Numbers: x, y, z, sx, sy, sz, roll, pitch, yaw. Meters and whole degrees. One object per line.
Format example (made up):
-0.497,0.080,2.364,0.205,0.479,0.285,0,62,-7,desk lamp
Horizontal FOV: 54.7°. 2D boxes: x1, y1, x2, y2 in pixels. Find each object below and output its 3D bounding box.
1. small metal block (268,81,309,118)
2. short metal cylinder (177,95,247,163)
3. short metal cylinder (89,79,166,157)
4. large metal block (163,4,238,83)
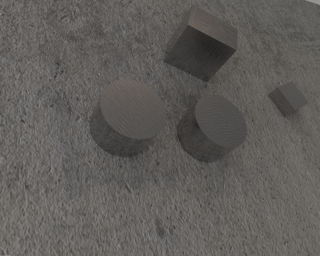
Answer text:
0.233,-0.053,0.561,0.050,0.025,0.050,-22,74,-36,small metal block
0.071,0.001,0.425,0.081,0.050,0.080,14,56,-21,short metal cylinder
-0.039,-0.011,0.373,0.081,0.050,0.080,14,56,-21,short metal cylinder
0.062,-0.128,0.480,0.080,0.080,0.050,23,53,-15,large metal block
